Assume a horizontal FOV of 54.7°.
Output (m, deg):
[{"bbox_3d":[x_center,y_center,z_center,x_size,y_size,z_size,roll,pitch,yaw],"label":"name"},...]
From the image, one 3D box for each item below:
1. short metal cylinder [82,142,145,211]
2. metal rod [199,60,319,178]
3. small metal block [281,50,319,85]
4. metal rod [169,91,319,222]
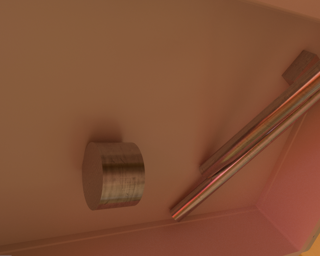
[{"bbox_3d":[-0.059,0.057,0.377,0.050,0.080,0.079,2,118,-30],"label":"short metal cylinder"},{"bbox_3d":[0.146,-0.017,0.399,0.025,0.025,0.298,7,140,-32],"label":"metal rod"},{"bbox_3d":[0.226,-0.084,0.483,0.050,0.025,0.050,32,100,-39],"label":"small metal block"},{"bbox_3d":[0.133,0.046,0.495,0.300,0.025,0.025,-43,130,8],"label":"metal rod"}]
